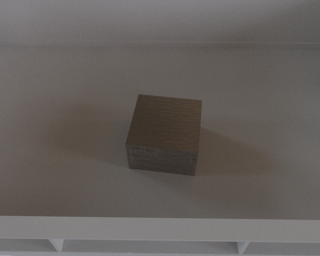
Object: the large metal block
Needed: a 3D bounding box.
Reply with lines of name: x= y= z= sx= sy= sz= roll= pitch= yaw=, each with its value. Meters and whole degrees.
large metal block: x=0.007 y=0.008 z=0.383 sx=0.080 sy=0.050 sz=0.080 roll=6 pitch=50 yaw=5
